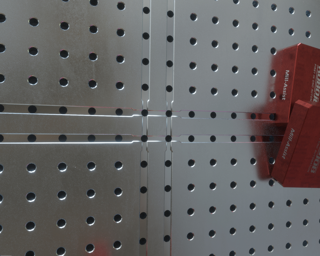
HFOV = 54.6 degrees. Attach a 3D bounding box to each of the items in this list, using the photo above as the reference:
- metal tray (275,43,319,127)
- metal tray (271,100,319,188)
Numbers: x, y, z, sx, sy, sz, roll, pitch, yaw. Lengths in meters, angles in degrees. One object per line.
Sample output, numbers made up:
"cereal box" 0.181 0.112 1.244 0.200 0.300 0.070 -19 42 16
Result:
"metal tray" 0.237 -0.060 0.497 0.091 0.030 0.129 9 87 -20
"metal tray" 0.232 0.027 0.471 0.091 0.030 0.129 5 109 -19
